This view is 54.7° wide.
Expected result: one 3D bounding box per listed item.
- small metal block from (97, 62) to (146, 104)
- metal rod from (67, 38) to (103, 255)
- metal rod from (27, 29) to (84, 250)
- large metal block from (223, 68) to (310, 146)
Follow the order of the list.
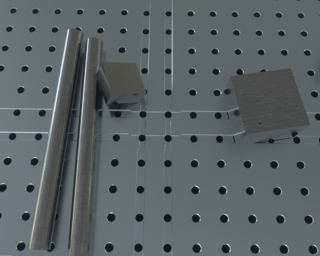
[{"bbox_3d":[-0.053,-0.061,0.423,0.050,0.025,0.050,-7,68,-32],"label":"small metal block"},{"bbox_3d":[-0.095,0.015,0.405,0.025,0.025,0.299,0,70,-1],"label":"metal rod"},{"bbox_3d":[-0.133,0.000,0.409,0.025,0.025,0.299,3,70,0],"label":"metal rod"},{"bbox_3d":[0.136,-0.027,0.410,0.081,0.050,0.080,-8,70,-4],"label":"large metal block"}]
